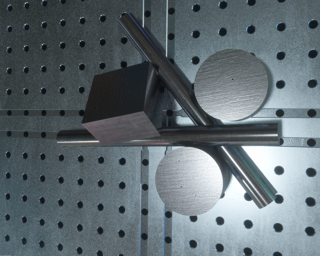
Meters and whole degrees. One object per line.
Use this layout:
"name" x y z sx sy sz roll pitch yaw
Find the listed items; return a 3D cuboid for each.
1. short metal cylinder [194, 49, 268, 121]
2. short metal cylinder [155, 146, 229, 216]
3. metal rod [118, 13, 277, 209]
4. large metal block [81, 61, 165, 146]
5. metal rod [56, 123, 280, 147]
"short metal cylinder" 0.086 -0.048 0.366 0.080 0.050 0.079 0 90 20
"short metal cylinder" 0.041 0.062 0.381 0.080 0.050 0.079 0 90 20
"metal rod" 0.040 -0.030 0.395 0.025 0.025 0.299 -40 78 16
"large metal block" -0.043 -0.030 0.391 0.080 0.050 0.080 -10 52 20
"metal rod" -0.009 0.011 0.394 0.301 0.025 0.025 -2 90 26
